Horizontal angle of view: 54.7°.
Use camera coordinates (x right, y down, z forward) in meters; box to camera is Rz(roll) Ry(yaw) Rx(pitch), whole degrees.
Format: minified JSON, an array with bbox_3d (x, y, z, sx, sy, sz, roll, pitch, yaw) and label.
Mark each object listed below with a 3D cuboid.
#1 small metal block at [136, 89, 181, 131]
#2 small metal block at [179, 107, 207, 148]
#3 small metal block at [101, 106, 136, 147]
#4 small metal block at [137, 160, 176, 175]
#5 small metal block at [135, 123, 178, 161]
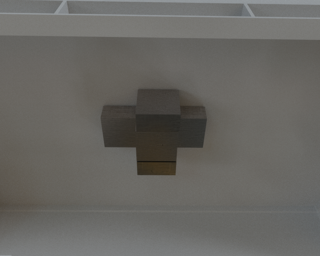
[{"bbox_3d":[-0.002,-0.022,0.371,0.050,0.050,0.025,0,130,-1],"label":"small metal block"},{"bbox_3d":[0.032,-0.001,0.406,0.050,0.025,0.050,0,130,-1],"label":"small metal block"},{"bbox_3d":[-0.048,-0.001,0.405,0.050,0.025,0.050,0,130,-1],"label":"small metal block"},{"bbox_3d":[-0.004,0.037,0.420,0.050,0.050,0.025,0,130,-1],"label":"small metal block"},{"bbox_3d":[-0.004,0.015,0.385,0.050,0.025,0.050,0,130,-1],"label":"small metal block"}]
